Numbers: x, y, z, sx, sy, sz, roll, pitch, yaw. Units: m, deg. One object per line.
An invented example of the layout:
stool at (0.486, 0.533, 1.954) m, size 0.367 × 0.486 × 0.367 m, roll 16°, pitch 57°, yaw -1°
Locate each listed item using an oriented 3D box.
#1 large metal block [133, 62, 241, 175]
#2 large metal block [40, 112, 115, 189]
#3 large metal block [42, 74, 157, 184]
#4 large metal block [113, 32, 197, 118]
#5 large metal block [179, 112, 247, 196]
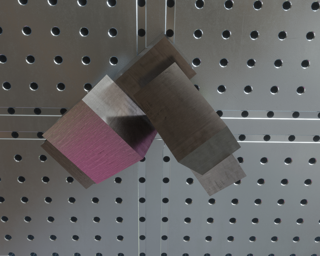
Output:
large metal block at (0.029, -0.005, 0.307) m, size 0.050 × 0.080 × 0.080 m, roll -38°, pitch 64°, yaw 8°
large metal block at (-0.090, 0.018, 0.405) m, size 0.080 × 0.050 × 0.080 m, roll -38°, pitch 106°, yaw 12°
large metal block at (-0.062, 0.004, 0.331) m, size 0.080 × 0.050 × 0.080 m, roll -32°, pitch 109°, yaw 37°
large metal block at (-0.009, -0.063, 0.359) m, size 0.080 × 0.080 × 0.050 m, roll -40°, pitch 106°, yaw 13°
large metal block at (0.058, 0.024, 0.392) m, size 0.050 × 0.080 × 0.080 m, roll -32°, pitch 107°, yaw 11°
